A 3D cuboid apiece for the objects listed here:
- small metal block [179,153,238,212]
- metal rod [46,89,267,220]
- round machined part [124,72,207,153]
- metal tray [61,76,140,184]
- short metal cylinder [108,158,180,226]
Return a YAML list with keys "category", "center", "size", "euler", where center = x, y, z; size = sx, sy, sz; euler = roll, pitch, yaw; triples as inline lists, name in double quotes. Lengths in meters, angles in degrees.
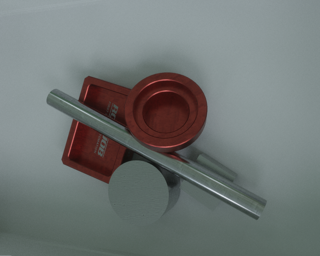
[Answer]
- category: "small metal block"
  center: [0.060, 0.066, 0.387]
  size: [0.050, 0.025, 0.050]
  euler: [33, 100, 16]
- category: "metal rod"
  center: [-0.016, 0.025, 0.383]
  size: [0.301, 0.025, 0.025]
  euler: [27, 99, 15]
- category: "round machined part"
  center: [0.008, -0.016, 0.383]
  size: [0.099, 0.042, 0.098]
  euler: [-2, 68, 5]
- category: "metal tray"
  center: [-0.076, 0.002, 0.431]
  size: [0.090, 0.030, 0.129]
  euler: [20, 96, 18]
- category: "short metal cylinder"
  center: [-0.019, 0.079, 0.401]
  size: [0.080, 0.050, 0.079]
  euler: [0, 90, 19]
